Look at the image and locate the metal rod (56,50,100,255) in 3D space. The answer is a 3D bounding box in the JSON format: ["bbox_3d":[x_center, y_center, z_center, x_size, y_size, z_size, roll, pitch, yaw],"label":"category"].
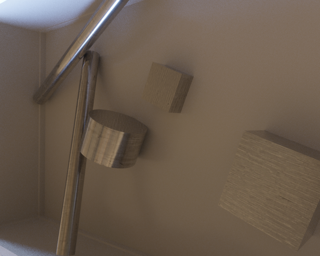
[{"bbox_3d":[-0.118,0.026,0.455,0.025,0.025,0.299,-10,70,39],"label":"metal rod"}]

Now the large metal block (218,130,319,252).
[{"bbox_3d":[0.114,0.054,0.296,0.080,0.050,0.079,26,106,36],"label":"large metal block"}]

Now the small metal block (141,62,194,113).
[{"bbox_3d":[0.009,-0.052,0.398,0.050,0.025,0.050,30,109,35],"label":"small metal block"}]

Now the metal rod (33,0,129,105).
[{"bbox_3d":[-0.136,-0.114,0.485,0.299,0.025,0.025,-32,70,43],"label":"metal rod"}]

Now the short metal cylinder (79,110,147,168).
[{"bbox_3d":[-0.063,0.013,0.421,0.080,0.081,0.050,31,109,35],"label":"short metal cylinder"}]
